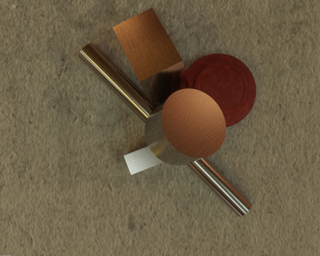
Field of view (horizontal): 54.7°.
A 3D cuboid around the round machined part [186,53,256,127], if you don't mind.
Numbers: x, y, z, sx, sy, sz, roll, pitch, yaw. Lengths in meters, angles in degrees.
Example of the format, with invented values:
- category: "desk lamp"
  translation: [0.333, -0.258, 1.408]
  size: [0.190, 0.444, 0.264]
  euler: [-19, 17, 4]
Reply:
- category: "round machined part"
  translation: [0.077, -0.049, 0.403]
  size: [0.099, 0.042, 0.097]
  euler: [0, 90, -1]

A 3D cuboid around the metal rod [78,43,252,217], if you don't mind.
- category: "metal rod"
  translation: [0.007, 0.003, 0.412]
  size: [0.025, 0.025, 0.300]
  euler: [-45, 91, 0]

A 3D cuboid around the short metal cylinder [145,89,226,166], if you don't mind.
- category: "short metal cylinder"
  translation: [0.029, 0.000, 0.362]
  size: [0.081, 0.050, 0.080]
  euler: [7, 72, -22]

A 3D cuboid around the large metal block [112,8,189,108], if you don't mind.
- category: "large metal block"
  translation: [-0.008, -0.079, 0.373]
  size: [0.050, 0.080, 0.080]
  euler: [-26, 68, 1]

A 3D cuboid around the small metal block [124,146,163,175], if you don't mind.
- category: "small metal block"
  translation: [-0.016, 0.036, 0.399]
  size: [0.050, 0.050, 0.025]
  euler: [-21, 90, -1]
